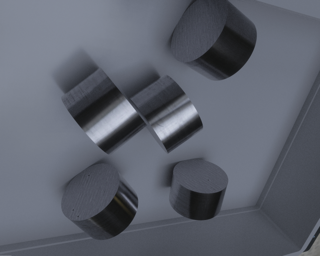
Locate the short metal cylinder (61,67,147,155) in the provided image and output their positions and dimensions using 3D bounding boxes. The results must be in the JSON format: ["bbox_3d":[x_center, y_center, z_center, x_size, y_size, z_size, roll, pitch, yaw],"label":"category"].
[{"bbox_3d":[-0.058,-0.018,0.331,0.050,0.080,0.080,-39,130,-2],"label":"short metal cylinder"}]

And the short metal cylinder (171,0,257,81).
[{"bbox_3d":[0.059,-0.099,0.345,0.050,0.080,0.080,22,106,-37],"label":"short metal cylinder"}]

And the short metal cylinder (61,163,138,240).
[{"bbox_3d":[-0.075,0.092,0.390,0.080,0.080,0.050,-35,129,-6],"label":"short metal cylinder"}]

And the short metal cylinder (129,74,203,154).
[{"bbox_3d":[0.007,-0.016,0.368,0.050,0.080,0.080,-35,129,-6],"label":"short metal cylinder"}]

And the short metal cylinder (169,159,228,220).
[{"bbox_3d":[0.056,0.090,0.462,0.081,0.080,0.050,-7,122,-25],"label":"short metal cylinder"}]
